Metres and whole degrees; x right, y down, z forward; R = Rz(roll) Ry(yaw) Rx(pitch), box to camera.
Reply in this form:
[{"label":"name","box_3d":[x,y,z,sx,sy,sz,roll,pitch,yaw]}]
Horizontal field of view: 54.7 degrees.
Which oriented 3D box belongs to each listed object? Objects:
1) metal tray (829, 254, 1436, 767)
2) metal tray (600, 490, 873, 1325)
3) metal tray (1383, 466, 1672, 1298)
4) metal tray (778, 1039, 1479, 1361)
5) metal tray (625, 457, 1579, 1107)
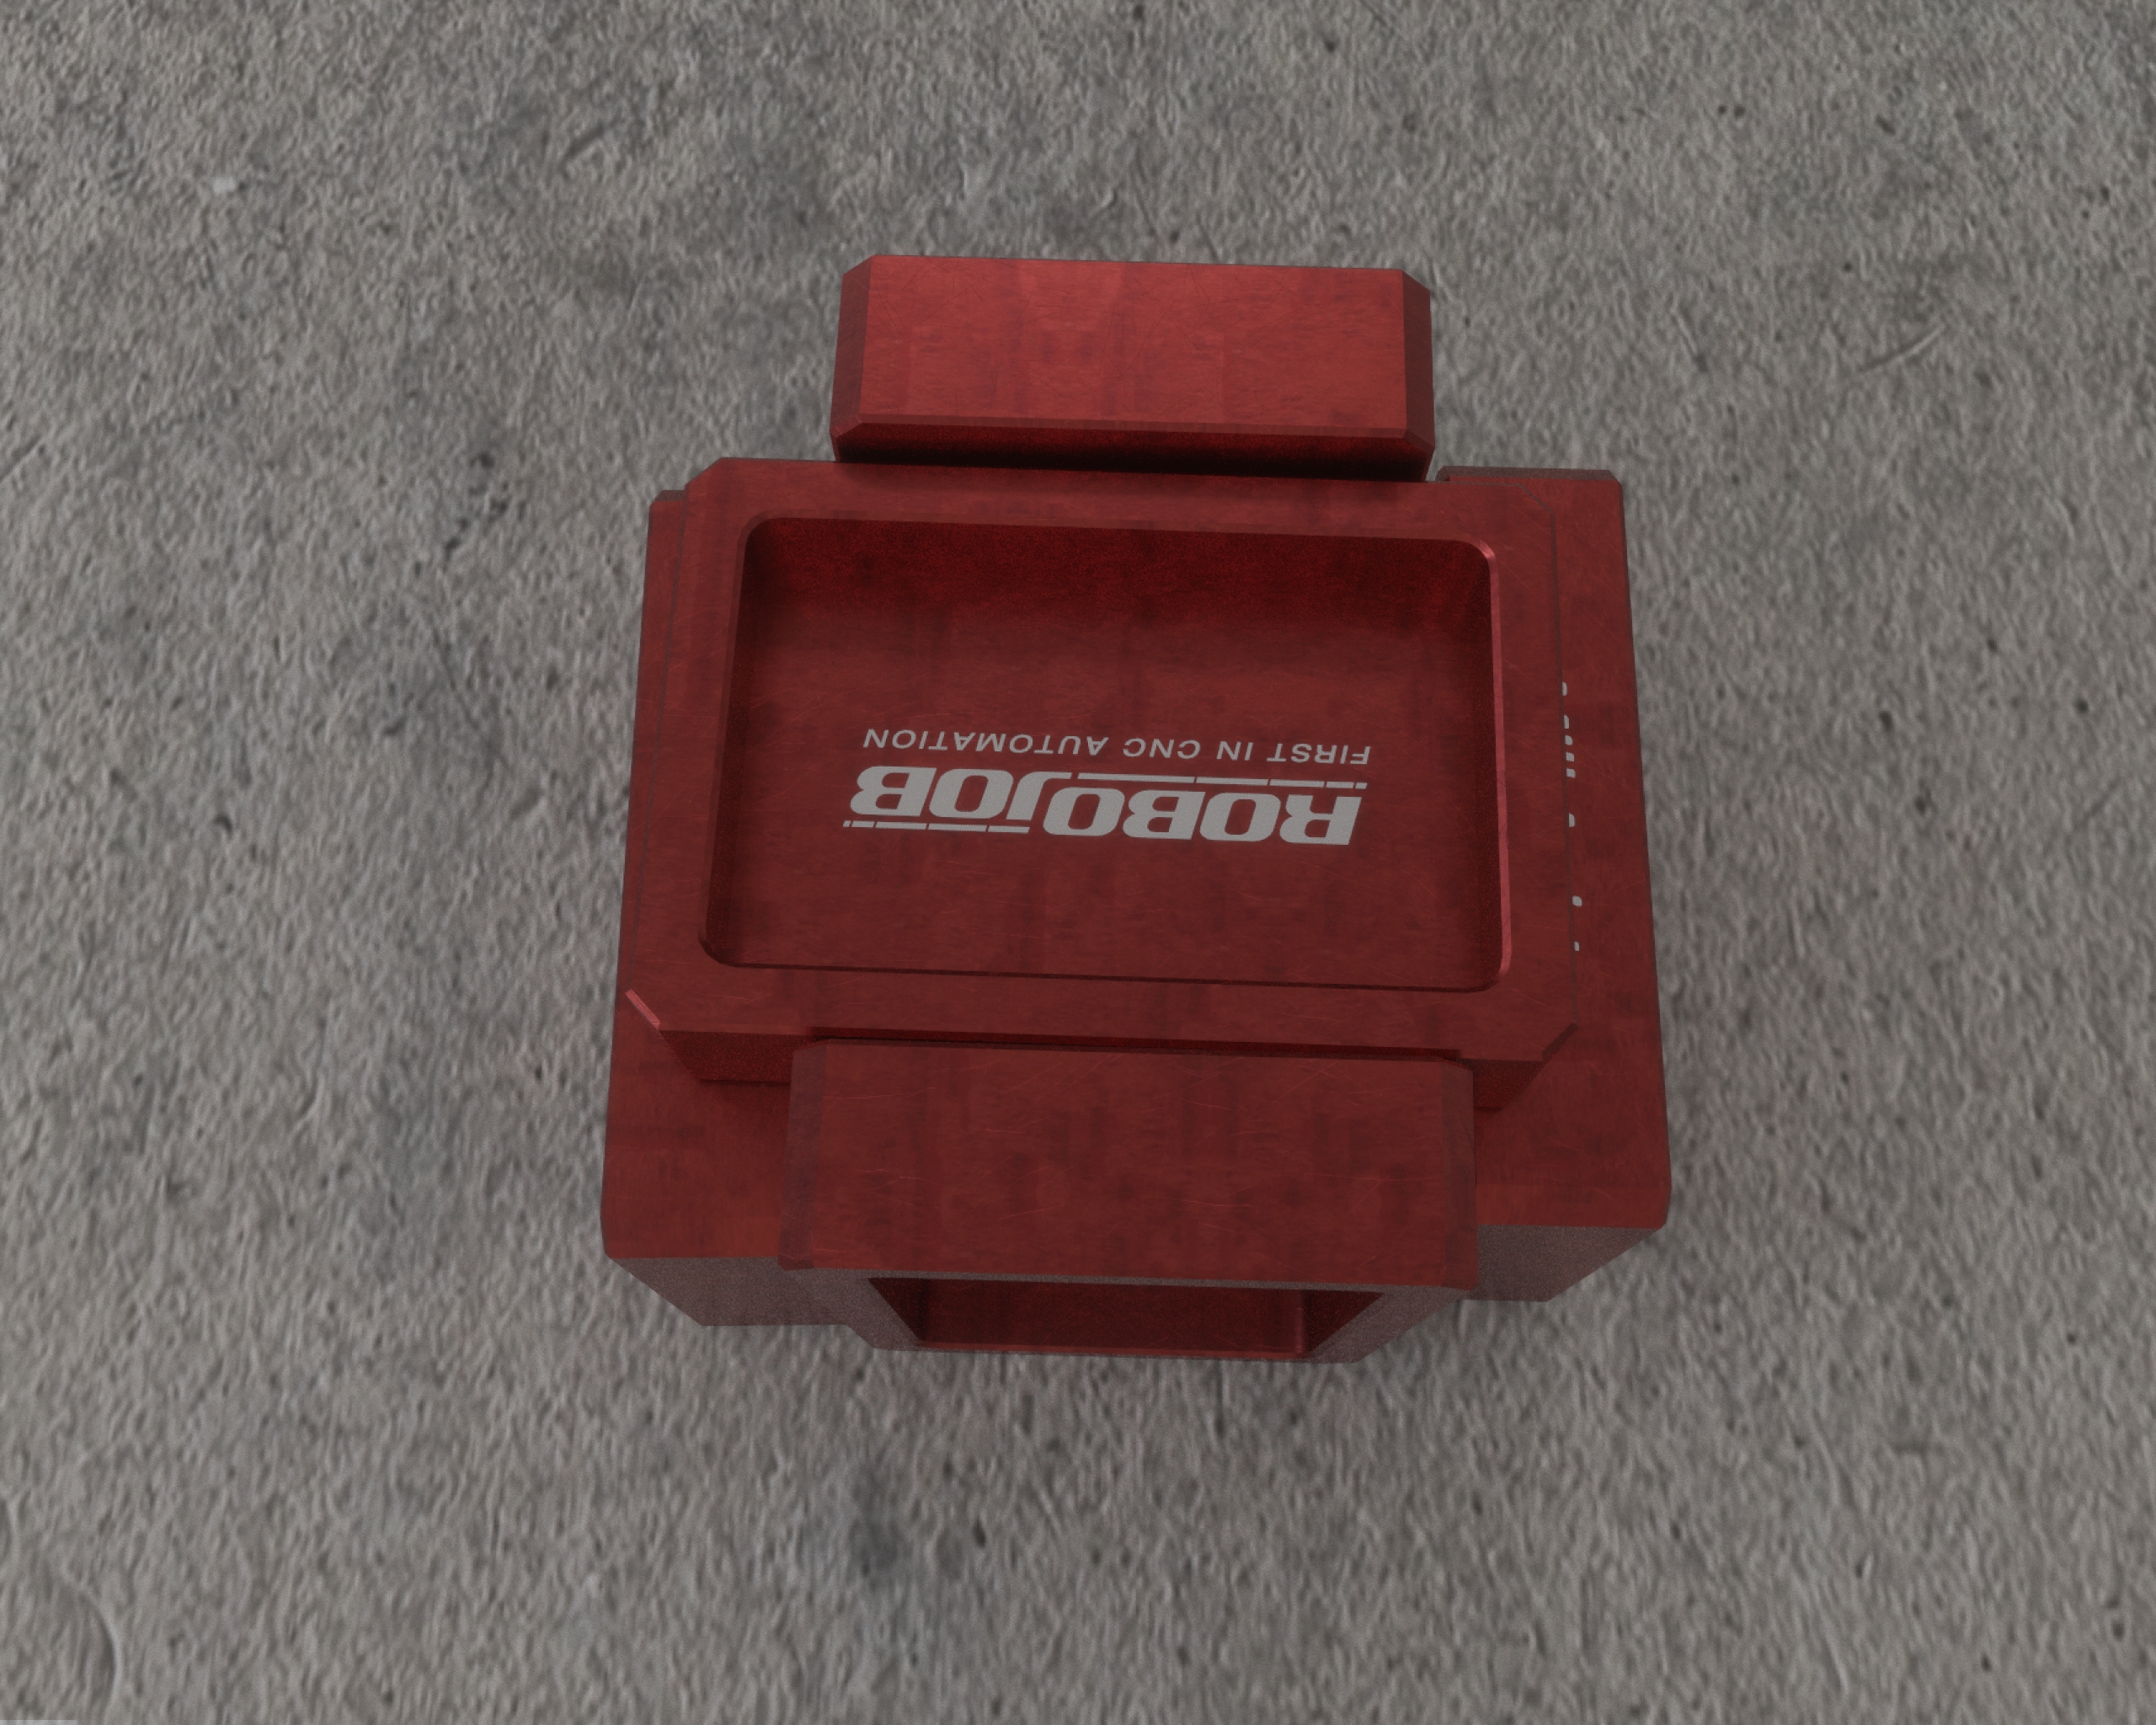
[{"label":"metal tray","box_3d":[0.009,-0.056,0.372,0.091,0.130,0.030,2,70,1]},{"label":"metal tray","box_3d":[-0.056,0.011,0.368,0.030,0.090,0.130,-1,70,0]},{"label":"metal tray","box_3d":[0.075,0.007,0.371,0.030,0.090,0.130,1,70,0]},{"label":"metal tray","box_3d":[0.007,0.058,0.331,0.091,0.130,0.030,2,72,0]},{"label":"metal tray","box_3d":[0.005,-0.012,0.313,0.131,0.030,0.090,2,70,0]}]
